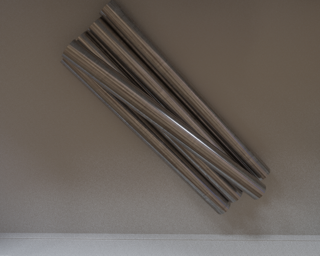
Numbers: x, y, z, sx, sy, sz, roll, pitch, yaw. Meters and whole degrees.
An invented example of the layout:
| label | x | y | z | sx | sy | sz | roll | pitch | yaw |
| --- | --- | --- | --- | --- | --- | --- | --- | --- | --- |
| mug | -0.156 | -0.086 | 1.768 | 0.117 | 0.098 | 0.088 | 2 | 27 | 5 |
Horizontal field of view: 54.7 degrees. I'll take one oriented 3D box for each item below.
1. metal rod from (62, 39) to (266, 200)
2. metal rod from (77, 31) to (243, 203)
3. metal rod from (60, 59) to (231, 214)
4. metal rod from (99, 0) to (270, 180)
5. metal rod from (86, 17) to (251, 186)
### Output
| label | x | y | z | sx | sy | sz | roll | pitch | yaw |
| --- | --- | --- | --- | --- | --- | --- | --- | --- | --- |
| metal rod | 0.015 | -0.002 | 0.382 | 0.301 | 0.025 | 0.025 | 37 | 106 | -13 |
| metal rod | 0.006 | -0.005 | 0.408 | 0.025 | 0.025 | 0.300 | -41 | 105 | 14 |
| metal rod | -0.009 | 0.014 | 0.415 | 0.025 | 0.025 | 0.300 | -41 | 105 | 14 |
| metal rod | 0.041 | -0.038 | 0.396 | 0.025 | 0.025 | 0.300 | -41 | 105 | 14 |
| metal rod | 0.025 | -0.020 | 0.403 | 0.025 | 0.025 | 0.300 | -41 | 105 | 14 |
